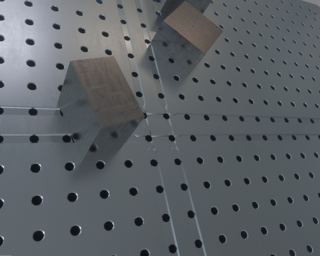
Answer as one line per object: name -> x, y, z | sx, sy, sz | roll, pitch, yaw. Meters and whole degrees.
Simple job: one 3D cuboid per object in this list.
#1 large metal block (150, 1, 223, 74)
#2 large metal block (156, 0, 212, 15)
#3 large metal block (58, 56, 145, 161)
large metal block -> 0.045, -0.148, 0.506 | 0.080, 0.050, 0.080 | 38, 51, -3
large metal block -> 0.038, -0.250, 0.564 | 0.081, 0.050, 0.080 | 2, 61, -27
large metal block -> -0.070, -0.021, 0.348 | 0.050, 0.080, 0.080 | -16, 70, -34
